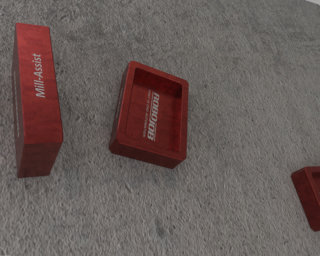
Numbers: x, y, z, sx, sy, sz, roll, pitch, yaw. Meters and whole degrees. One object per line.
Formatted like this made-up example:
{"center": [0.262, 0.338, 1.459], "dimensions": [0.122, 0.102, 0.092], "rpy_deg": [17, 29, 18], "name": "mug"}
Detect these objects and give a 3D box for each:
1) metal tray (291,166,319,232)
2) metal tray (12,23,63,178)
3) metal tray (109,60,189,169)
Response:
{"center": [0.275, 0.106, 0.483], "dimensions": [0.131, 0.030, 0.090], "rpy_deg": [3, 61, -27], "name": "metal tray"}
{"center": [-0.127, -0.026, 0.309], "dimensions": [0.030, 0.090, 0.130], "rpy_deg": [-1, 62, -29], "name": "metal tray"}
{"center": [-0.010, -0.019, 0.406], "dimensions": [0.091, 0.030, 0.130], "rpy_deg": [17, 55, -18], "name": "metal tray"}
